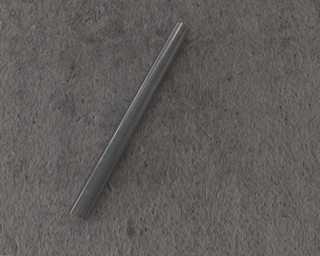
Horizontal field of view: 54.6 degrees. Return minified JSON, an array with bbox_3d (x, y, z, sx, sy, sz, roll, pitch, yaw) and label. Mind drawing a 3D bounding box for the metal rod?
[{"bbox_3d":[-0.033,-0.022,0.415,0.025,0.025,0.300,24,72,8],"label":"metal rod"}]
